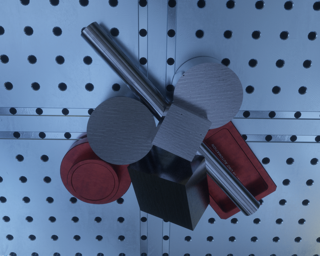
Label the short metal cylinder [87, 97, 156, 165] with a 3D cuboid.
[{"bbox_3d":[-0.048,0.002,0.385,0.081,0.050,0.079,-1,94,-8],"label":"short metal cylinder"}]

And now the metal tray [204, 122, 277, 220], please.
[{"bbox_3d":[0.088,0.055,0.427,0.090,0.030,0.130,-35,107,11],"label":"metal tray"}]

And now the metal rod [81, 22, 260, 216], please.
[{"bbox_3d":[0.017,-0.007,0.381,0.025,0.025,0.300,-41,96,13],"label":"metal rod"}]

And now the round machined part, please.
[{"bbox_3d":[-0.087,0.064,0.422,0.099,0.042,0.097,0,110,0],"label":"round machined part"}]

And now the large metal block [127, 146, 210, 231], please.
[{"bbox_3d":[0.013,0.073,0.395,0.080,0.050,0.080,12,131,31],"label":"large metal block"}]

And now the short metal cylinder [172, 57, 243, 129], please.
[{"bbox_3d":[0.056,-0.044,0.381,0.081,0.050,0.079,0,110,0],"label":"short metal cylinder"}]

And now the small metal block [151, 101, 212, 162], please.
[{"bbox_3d":[0.023,0.003,0.354,0.050,0.025,0.050,25,100,-9],"label":"small metal block"}]
